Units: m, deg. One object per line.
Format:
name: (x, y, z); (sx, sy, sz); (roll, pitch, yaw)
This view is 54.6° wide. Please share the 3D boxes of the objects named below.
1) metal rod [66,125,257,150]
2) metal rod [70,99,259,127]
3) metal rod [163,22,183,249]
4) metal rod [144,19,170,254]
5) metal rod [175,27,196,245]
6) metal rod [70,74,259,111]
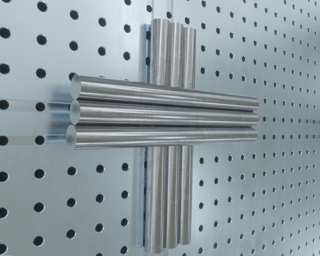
metal rod: (0.029, 0.010, 0.400); (0.302, 0.025, 0.025); (1, 90, -40)
metal rod: (0.032, -0.015, 0.402); (0.302, 0.025, 0.025); (1, 90, -40)
metal rod: (0.015, 0.009, 0.421); (0.025, 0.025, 0.298); (2, 89, -40)
metal rod: (-0.004, 0.010, 0.405); (0.025, 0.025, 0.298); (2, 89, -40)
metal rod: (0.035, 0.010, 0.437); (0.025, 0.025, 0.298); (2, 89, -40)
metal rod: (0.033, -0.040, 0.403); (0.302, 0.025, 0.025); (1, 90, -40)
